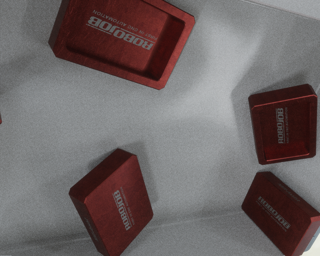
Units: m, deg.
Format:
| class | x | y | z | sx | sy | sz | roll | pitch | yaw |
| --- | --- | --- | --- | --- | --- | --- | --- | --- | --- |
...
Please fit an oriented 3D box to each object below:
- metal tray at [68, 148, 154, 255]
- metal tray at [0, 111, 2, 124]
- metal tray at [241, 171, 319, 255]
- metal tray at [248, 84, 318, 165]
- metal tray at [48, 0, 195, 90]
| class | x | y | z | sx | sy | sz | roll | pitch | yaw |
| --- | --- | --- | --- | --- | --- | --- | --- | --- | --- |
| metal tray | -0.058 | 0.103 | 0.414 | 0.090 | 0.030 | 0.129 | -42 | 135 | -35 |
| metal tray | -0.173 | -0.006 | 0.233 | 0.091 | 0.130 | 0.030 | -32 | 116 | -19 |
| metal tray | 0.211 | 0.150 | 0.552 | 0.030 | 0.130 | 0.089 | 1 | 118 | -29 |
| metal tray | 0.194 | -0.001 | 0.487 | 0.090 | 0.030 | 0.129 | -11 | 129 | 13 |
| metal tray | -0.037 | -0.100 | 0.324 | 0.131 | 0.030 | 0.089 | 13 | 111 | -34 |
